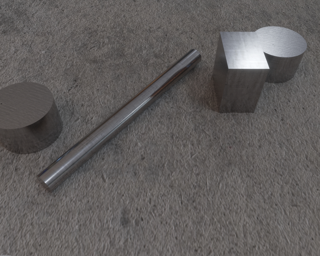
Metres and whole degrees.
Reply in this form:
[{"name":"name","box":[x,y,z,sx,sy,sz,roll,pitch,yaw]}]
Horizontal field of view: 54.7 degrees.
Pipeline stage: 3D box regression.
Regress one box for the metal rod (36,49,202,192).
[{"name":"metal rod","box":[-0.037,-0.027,0.424,0.025,0.025,0.301,31,56,23]}]

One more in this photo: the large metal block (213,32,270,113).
[{"name":"large metal block","box":[0.108,-0.078,0.434,0.050,0.080,0.080,0,50,-1]}]

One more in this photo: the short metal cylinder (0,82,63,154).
[{"name":"short metal cylinder","box":[-0.172,-0.013,0.396,0.081,0.050,0.080,0,50,0]}]

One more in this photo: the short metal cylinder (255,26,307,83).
[{"name":"short metal cylinder","box":[0.180,-0.116,0.487,0.081,0.050,0.080,0,50,0]}]
